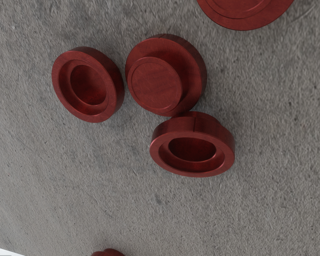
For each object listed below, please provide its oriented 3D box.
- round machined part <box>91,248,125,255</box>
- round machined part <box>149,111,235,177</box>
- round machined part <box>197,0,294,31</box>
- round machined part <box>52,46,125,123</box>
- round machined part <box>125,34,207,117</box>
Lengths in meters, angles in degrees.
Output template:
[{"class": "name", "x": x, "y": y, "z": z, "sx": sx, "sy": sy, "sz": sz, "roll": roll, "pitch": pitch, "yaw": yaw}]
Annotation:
[{"class": "round machined part", "x": -0.097, "y": 0.282, "z": 0.622, "sx": 0.098, "sy": 0.042, "sz": 0.097, "roll": 13, "pitch": 124, "yaw": 21}, {"class": "round machined part", "x": 0.039, "y": 0.017, "z": 0.370, "sx": 0.099, "sy": 0.042, "sz": 0.097, "roll": 7, "pitch": 143, "yaw": 6}, {"class": "round machined part", "x": 0.074, "y": -0.135, "z": 0.273, "sx": 0.098, "sy": 0.042, "sz": 0.097, "roll": 13, "pitch": 124, "yaw": 21}, {"class": "round machined part", "x": -0.088, "y": -0.059, "z": 0.406, "sx": 0.098, "sy": 0.042, "sz": 0.097, "roll": 13, "pitch": 124, "yaw": 21}, {"class": "round machined part", "x": 0.002, "y": -0.056, "z": 0.360, "sx": 0.098, "sy": 0.042, "sz": 0.097, "roll": 13, "pitch": 124, "yaw": 21}]
